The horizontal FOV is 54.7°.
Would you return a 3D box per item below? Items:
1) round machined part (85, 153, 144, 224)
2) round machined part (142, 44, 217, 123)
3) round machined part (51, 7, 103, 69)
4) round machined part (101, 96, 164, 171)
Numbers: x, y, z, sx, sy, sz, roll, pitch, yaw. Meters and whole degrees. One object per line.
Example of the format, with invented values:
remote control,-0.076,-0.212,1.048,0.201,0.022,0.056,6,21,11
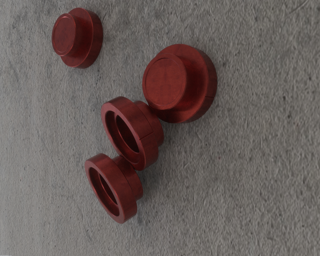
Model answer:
round machined part,-0.059,0.078,0.426,0.098,0.042,0.097,38,143,36
round machined part,0.017,-0.054,0.380,0.098,0.042,0.097,0,90,40
round machined part,-0.142,-0.150,0.512,0.098,0.042,0.097,0,90,40
round machined part,-0.032,0.003,0.402,0.098,0.042,0.097,40,147,34
